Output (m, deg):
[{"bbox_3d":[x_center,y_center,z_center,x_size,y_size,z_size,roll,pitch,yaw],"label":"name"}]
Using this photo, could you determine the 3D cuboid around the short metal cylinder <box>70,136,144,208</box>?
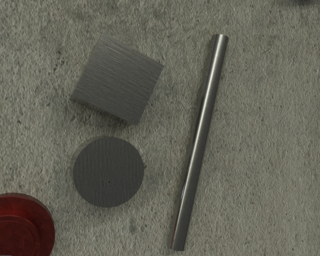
[{"bbox_3d":[-0.065,0.050,0.372,0.081,0.050,0.079,0,90,-21],"label":"short metal cylinder"}]

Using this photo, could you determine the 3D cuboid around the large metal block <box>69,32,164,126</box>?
[{"bbox_3d":[-0.054,-0.055,0.377,0.080,0.050,0.080,26,81,-19],"label":"large metal block"}]

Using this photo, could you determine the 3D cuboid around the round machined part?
[{"bbox_3d":[-0.167,0.124,0.339,0.099,0.042,0.097,0,90,-21],"label":"round machined part"}]

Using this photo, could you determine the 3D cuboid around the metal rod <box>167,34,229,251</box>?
[{"bbox_3d":[0.054,0.016,0.430,0.025,0.025,0.298,14,85,-20],"label":"metal rod"}]
